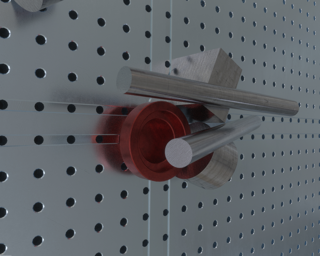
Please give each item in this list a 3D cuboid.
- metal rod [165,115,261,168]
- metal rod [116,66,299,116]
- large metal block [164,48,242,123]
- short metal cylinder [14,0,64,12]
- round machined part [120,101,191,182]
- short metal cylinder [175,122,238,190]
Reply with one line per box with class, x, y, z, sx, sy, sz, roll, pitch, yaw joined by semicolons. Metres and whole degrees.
metal rod;0.086;0.006;0.389;0.302;0.025;0.025;-12;99;-61
metal rod;0.083;-0.036;0.374;0.302;0.025;0.025;3;88;-40
large metal block;0.053;-0.053;0.417;0.050;0.080;0.080;34;69;-35
short metal cylinder;-0.111;-0.154;0.280;0.050;0.080;0.080;-41;115;-32
round machined part;-0.010;0.016;0.390;0.099;0.042;0.097;0;90;-40
short metal cylinder;0.057;0.038;0.421;0.050;0.080;0.080;30;72;-37
